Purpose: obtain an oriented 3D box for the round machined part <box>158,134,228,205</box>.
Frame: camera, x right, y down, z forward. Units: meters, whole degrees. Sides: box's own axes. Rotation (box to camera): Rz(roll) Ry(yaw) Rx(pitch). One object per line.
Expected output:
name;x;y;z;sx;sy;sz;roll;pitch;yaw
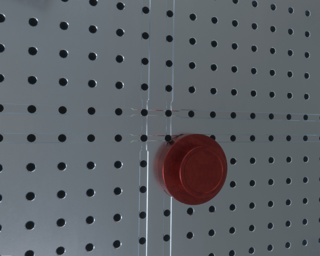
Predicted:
round machined part;0.050;0.057;0.422;0.099;0.042;0.097;0;90;-20
